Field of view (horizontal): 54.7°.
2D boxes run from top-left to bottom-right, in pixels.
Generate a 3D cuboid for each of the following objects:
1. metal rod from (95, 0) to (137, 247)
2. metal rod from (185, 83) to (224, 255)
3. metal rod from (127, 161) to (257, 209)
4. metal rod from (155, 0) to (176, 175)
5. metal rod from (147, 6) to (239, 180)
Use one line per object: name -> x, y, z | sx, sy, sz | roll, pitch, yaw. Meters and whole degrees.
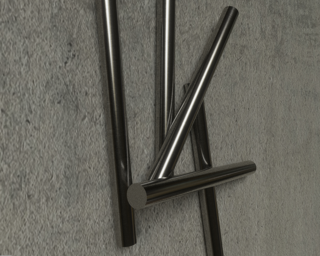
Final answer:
metal rod -> -0.051, -0.011, 0.363 | 0.025, 0.025, 0.298 | -7, 95, -40
metal rod -> 0.069, 0.081, 0.465 | 0.025, 0.025, 0.298 | -14, 99, -39
metal rod -> 0.067, 0.067, 0.418 | 0.302, 0.025, 0.025 | 1, 90, -54
metal rod -> 0.008, -0.071, 0.412 | 0.025, 0.025, 0.298 | 1, 90, -40
metal rod -> 0.049, -0.049, 0.416 | 0.025, 0.025, 0.300 | 40, 64, -33
